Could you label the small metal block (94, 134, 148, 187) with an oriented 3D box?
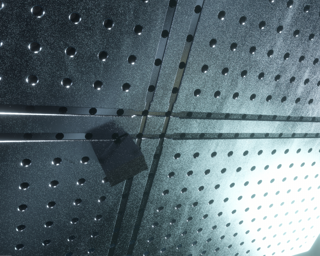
[{"bbox_3d":[-0.050,0.040,0.394,0.050,0.050,0.025,-26,128,-13],"label":"small metal block"}]
